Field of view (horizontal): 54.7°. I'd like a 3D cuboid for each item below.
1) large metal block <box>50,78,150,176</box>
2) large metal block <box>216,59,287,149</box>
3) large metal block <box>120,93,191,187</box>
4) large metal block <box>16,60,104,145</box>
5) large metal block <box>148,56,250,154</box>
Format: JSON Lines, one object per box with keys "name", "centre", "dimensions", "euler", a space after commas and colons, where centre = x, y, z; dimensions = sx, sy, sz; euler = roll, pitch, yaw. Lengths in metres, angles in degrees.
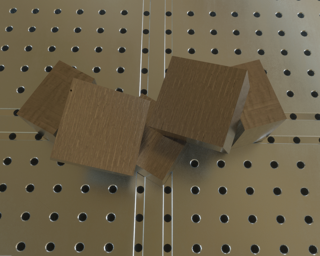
{"name": "large metal block", "centre": [-0.064, 0.003, 0.327], "dimensions": [0.081, 0.050, 0.080], "euler": [16, 77, -17]}
{"name": "large metal block", "centre": [0.106, -0.027, 0.393], "dimensions": [0.050, 0.080, 0.080], "euler": [-15, 71, -6]}
{"name": "large metal block", "centre": [-0.010, 0.016, 0.392], "dimensions": [0.080, 0.050, 0.080], "euler": [31, 73, 10]}
{"name": "large metal block", "centre": [-0.118, -0.023, 0.389], "dimensions": [0.050, 0.080, 0.080], "euler": [28, 72, 9]}
{"name": "large metal block", "centre": [0.044, -0.024, 0.334], "dimensions": [0.080, 0.050, 0.080], "euler": [16, 83, 21]}
